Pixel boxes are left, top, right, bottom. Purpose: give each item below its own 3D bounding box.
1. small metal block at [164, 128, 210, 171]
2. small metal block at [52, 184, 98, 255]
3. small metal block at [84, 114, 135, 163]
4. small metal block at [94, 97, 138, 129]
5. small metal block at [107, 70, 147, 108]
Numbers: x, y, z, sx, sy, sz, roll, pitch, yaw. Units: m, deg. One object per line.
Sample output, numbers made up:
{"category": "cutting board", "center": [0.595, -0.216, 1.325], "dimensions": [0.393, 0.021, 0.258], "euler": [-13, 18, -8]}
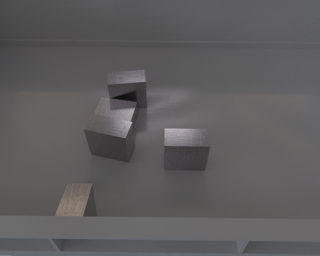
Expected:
{"category": "small metal block", "center": [0.030, 0.026, 0.367], "dimensions": [0.050, 0.050, 0.025], "euler": [1, 50, 1]}
{"category": "small metal block", "center": [-0.081, 0.090, 0.303], "dimensions": [0.025, 0.050, 0.050], "euler": [0, 31, 0]}
{"category": "small metal block", "center": [-0.060, 0.013, 0.377], "dimensions": [0.050, 0.050, 0.025], "euler": [11, 51, 9]}
{"category": "small metal block", "center": [-0.060, -0.012, 0.415], "dimensions": [0.050, 0.025, 0.050], "euler": [9, 51, 7]}
{"category": "small metal block", "center": [-0.045, -0.052, 0.432], "dimensions": [0.050, 0.050, 0.025], "euler": [-5, 50, -5]}
